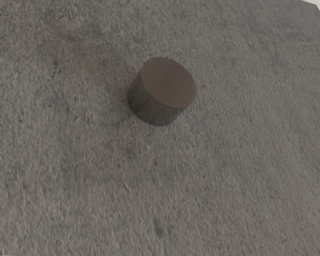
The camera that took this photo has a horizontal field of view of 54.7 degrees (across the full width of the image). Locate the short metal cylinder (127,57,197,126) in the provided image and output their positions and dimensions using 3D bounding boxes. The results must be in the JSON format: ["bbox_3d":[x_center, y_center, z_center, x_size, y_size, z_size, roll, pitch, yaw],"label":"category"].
[{"bbox_3d":[0.002,-0.049,0.420,0.081,0.050,0.080,14,56,-21],"label":"short metal cylinder"}]
